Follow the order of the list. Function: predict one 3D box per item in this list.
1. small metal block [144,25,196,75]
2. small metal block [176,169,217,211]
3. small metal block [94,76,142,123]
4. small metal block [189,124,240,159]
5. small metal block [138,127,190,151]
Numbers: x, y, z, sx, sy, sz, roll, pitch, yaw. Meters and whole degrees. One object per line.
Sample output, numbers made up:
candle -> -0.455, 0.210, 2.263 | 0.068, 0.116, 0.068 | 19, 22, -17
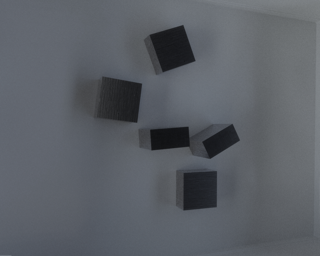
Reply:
small metal block -> 0.013, -0.104, 0.415 | 0.050, 0.025, 0.050 | -22, 98, -19
small metal block -> 0.050, 0.084, 0.429 | 0.050, 0.025, 0.050 | 0, 90, -20
small metal block -> -0.053, -0.034, 0.391 | 0.050, 0.025, 0.050 | 8, 88, -20
small metal block -> 0.071, 0.017, 0.423 | 0.050, 0.050, 0.025 | -29, 100, -18
small metal block -> 0.004, 0.012, 0.399 | 0.050, 0.050, 0.025 | -4, 92, -20
